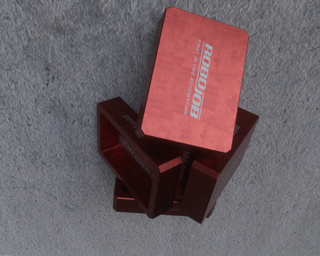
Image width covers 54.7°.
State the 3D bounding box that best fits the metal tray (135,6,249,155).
[{"bbox_3d":[0.033,-0.045,0.310,0.091,0.129,0.030,14,170,-12],"label":"metal tray"}]

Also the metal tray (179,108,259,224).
[{"bbox_3d":[0.075,0.042,0.380,0.030,0.131,0.089,27,134,21],"label":"metal tray"}]

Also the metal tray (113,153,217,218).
[{"bbox_3d":[0.005,0.074,0.428,0.131,0.090,0.030,5,130,-5],"label":"metal tray"}]

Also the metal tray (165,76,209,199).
[{"bbox_3d":[0.025,0.013,0.377,0.030,0.090,0.129,5,130,-5],"label":"metal tray"}]

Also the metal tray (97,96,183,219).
[{"bbox_3d":[-0.031,0.033,0.373,0.030,0.130,0.089,-22,138,-31],"label":"metal tray"}]
